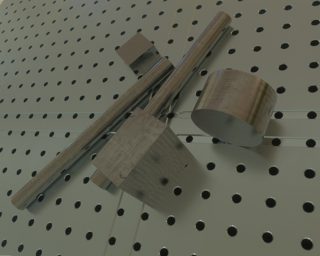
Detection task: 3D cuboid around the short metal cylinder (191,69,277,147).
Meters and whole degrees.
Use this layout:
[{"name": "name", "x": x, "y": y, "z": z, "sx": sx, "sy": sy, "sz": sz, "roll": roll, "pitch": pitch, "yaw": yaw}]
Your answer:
[{"name": "short metal cylinder", "x": 0.081, "y": -0.020, "z": 0.342, "sx": 0.080, "sy": 0.080, "sz": 0.050, "roll": 14, "pitch": 69, "yaw": 33}]

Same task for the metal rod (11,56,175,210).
[{"name": "metal rod", "x": -0.096, "y": 0.006, "z": 0.452, "sx": 0.300, "sy": 0.025, "sz": 0.025, "roll": -43, "pitch": 51, "yaw": -2}]

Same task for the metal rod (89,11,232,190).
[{"name": "metal rod", "x": 0.007, "y": -0.044, "z": 0.430, "sx": 0.025, "sy": 0.025, "sz": 0.300, "roll": 29, "pitch": 77, "yaw": 37}]

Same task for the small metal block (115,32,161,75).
[{"name": "small metal block", "x": -0.036, "y": -0.121, "z": 0.500, "sx": 0.050, "sy": 0.025, "sz": 0.050, "roll": -40, "pitch": 51, "yaw": 0}]

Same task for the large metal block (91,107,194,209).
[{"name": "large metal block", "x": -0.017, "y": 0.036, "z": 0.359, "sx": 0.050, "sy": 0.080, "sz": 0.080, "roll": 32, "pitch": 80, "yaw": 38}]
